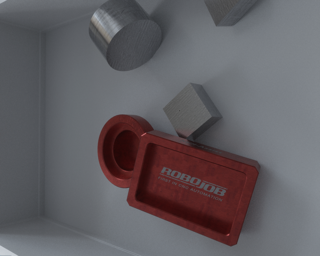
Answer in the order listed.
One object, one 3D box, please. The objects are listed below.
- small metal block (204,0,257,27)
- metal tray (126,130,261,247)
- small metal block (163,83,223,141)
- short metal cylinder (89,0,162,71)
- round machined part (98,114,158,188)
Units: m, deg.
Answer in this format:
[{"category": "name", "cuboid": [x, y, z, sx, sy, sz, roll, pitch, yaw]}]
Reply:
[{"category": "small metal block", "cuboid": [0.074, -0.146, 0.333, 0.050, 0.025, 0.050, -42, 65, 55]}, {"category": "metal tray", "cuboid": [0.034, 0.063, 0.346, 0.130, 0.030, 0.089, 17, 101, 18]}, {"category": "small metal block", "cuboid": [0.038, -0.018, 0.374, 0.050, 0.025, 0.050, -43, 64, 31]}, {"category": "short metal cylinder", "cuboid": [-0.045, -0.122, 0.406, 0.080, 0.081, 0.050, -50, 61, 28]}, {"category": "round machined part", "cuboid": [-0.038, 0.030, 0.425, 0.098, 0.042, 0.097, 0, 90, 39]}]
